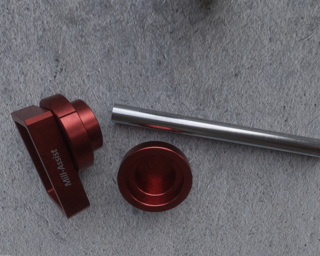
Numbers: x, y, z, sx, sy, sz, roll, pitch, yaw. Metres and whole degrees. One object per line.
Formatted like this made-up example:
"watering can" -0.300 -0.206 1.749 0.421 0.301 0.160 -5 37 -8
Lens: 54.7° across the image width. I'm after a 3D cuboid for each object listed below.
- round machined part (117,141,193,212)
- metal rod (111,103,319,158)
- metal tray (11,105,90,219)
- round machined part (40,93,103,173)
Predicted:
"round machined part" -0.007 0.062 0.424 0.099 0.042 0.097 0 110 0
"metal rod" 0.088 0.005 0.412 0.302 0.025 0.025 10 110 -4
"metal tray" -0.138 0.039 0.388 0.030 0.090 0.129 -27 113 -28
"round machined part" -0.105 0.003 0.381 0.042 0.098 0.097 -27 113 -29
